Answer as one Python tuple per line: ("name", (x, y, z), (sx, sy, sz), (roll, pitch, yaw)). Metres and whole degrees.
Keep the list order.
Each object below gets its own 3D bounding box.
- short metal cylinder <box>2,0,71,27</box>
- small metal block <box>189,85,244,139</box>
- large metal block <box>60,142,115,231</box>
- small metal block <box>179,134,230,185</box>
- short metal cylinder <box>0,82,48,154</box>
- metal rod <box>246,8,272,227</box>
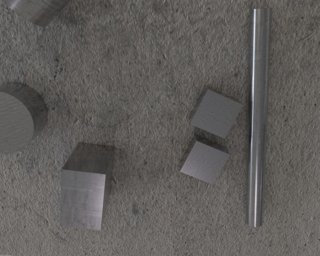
("short metal cylinder", (-0.135, -0.154, 0.323), (0.050, 0.080, 0.080), (-41, 105, 14))
("small metal block", (0.071, -0.021, 0.403), (0.050, 0.025, 0.050), (23, 108, -8))
("large metal block", (-0.093, 0.073, 0.407), (0.050, 0.080, 0.079), (7, 110, -3))
("small metal block", (0.060, 0.043, 0.426), (0.050, 0.025, 0.050), (23, 108, -9))
("short metal cylinder", (-0.190, -0.014, 0.390), (0.081, 0.050, 0.079), (0, 110, 0))
("metal rod", (0.129, 0.001, 0.411), (0.025, 0.025, 0.298), (-4, 110, 1))
